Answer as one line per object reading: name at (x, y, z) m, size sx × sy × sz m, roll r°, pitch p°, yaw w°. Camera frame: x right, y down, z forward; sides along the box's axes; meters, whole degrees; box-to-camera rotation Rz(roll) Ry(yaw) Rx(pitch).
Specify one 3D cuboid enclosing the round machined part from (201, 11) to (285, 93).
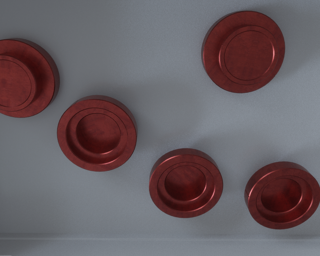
round machined part at (0.101, -0.089, 0.371) m, size 0.099 × 0.042 × 0.097 m, roll 0°, pitch 110°, yaw -1°

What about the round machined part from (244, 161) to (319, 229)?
round machined part at (0.168, 0.090, 0.438) m, size 0.099 × 0.042 × 0.097 m, roll 0°, pitch 110°, yaw -1°

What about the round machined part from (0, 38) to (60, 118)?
round machined part at (-0.178, -0.058, 0.378) m, size 0.099 × 0.042 × 0.097 m, roll 0°, pitch 110°, yaw -1°

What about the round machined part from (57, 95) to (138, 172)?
round machined part at (-0.078, 0.004, 0.403) m, size 0.099 × 0.042 × 0.097 m, roll 0°, pitch 110°, yaw -1°

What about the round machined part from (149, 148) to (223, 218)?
round machined part at (0.034, 0.072, 0.429) m, size 0.099 × 0.042 × 0.097 m, roll 0°, pitch 110°, yaw -1°
